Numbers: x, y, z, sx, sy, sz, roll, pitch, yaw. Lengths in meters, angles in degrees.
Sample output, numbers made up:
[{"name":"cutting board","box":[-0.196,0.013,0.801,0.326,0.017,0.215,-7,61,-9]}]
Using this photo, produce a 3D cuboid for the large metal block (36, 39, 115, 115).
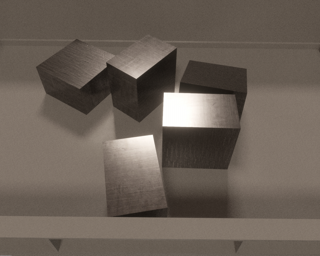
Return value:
[{"name":"large metal block","box":[-0.115,-0.076,0.452,0.080,0.050,0.080,27,55,20]}]

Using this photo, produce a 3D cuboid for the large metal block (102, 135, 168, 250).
[{"name":"large metal block","box":[-0.025,0.066,0.314,0.050,0.080,0.080,-8,51,-7]}]

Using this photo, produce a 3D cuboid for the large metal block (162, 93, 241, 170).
[{"name":"large metal block","box":[0.044,0.005,0.365,0.081,0.080,0.050,2,51,1]}]

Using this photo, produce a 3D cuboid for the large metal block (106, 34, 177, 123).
[{"name":"large metal block","box":[-0.023,-0.068,0.427,0.050,0.080,0.080,32,57,23]}]

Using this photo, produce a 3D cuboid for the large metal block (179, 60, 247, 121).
[{"name":"large metal block","box":[0.071,-0.048,0.416,0.080,0.050,0.080,11,33,8]}]
